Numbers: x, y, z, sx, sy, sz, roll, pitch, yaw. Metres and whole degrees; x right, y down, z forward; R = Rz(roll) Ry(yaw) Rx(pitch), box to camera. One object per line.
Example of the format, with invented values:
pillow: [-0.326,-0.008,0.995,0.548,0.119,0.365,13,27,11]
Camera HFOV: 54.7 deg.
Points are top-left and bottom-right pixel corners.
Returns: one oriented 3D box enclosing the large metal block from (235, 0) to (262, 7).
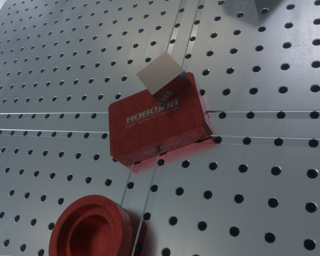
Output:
large metal block: [0.136,-0.241,0.469,0.080,0.050,0.080,-46,51,-4]

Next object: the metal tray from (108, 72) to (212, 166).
metal tray: [-0.005,-0.012,0.415,0.130,0.030,0.090,-20,54,16]

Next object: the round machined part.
round machined part: [-0.074,0.130,0.357,0.098,0.042,0.098,-13,56,21]

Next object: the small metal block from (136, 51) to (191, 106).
small metal block: [0.004,-0.065,0.407,0.050,0.025,0.050,-37,51,3]
